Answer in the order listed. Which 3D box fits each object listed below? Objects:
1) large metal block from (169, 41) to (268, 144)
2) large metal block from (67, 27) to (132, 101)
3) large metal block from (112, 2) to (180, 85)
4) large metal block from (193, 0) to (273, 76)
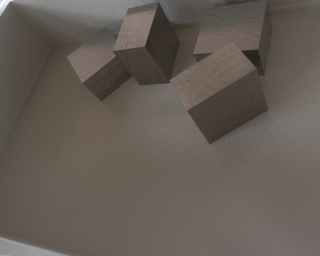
[{"bbox_3d":[0.069,-0.037,0.356,0.080,0.080,0.050,-31,52,8],"label":"large metal block"},{"bbox_3d":[-0.091,-0.104,0.499,0.080,0.050,0.080,-38,51,2],"label":"large metal block"},{"bbox_3d":[-0.016,-0.119,0.451,0.050,0.080,0.080,0,62,28],"label":"large metal block"},{"bbox_3d":[0.098,-0.115,0.408,0.080,0.050,0.080,3,63,29],"label":"large metal block"}]
